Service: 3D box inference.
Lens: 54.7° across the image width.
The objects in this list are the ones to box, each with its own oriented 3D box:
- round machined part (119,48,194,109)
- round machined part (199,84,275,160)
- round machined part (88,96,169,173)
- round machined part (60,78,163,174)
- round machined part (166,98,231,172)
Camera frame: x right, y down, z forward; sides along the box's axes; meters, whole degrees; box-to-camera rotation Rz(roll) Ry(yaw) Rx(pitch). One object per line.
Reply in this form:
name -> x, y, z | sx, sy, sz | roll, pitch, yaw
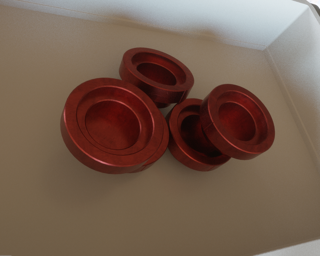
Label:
round machined part -> -0.007, -0.063, 0.415 | 0.099, 0.042, 0.098 | 16, 38, -13
round machined part -> 0.092, -0.004, 0.391 | 0.099, 0.042, 0.098 | 14, 56, -21
round machined part -> -0.042, 0.008, 0.365 | 0.099, 0.042, 0.098 | 14, 56, -21
round machined part -> -0.050, 0.001, 0.312 | 0.099, 0.042, 0.098 | 14, 56, -21
round machined part -> 0.048, 0.012, 0.411 | 0.099, 0.042, 0.098 | 14, 56, -21
